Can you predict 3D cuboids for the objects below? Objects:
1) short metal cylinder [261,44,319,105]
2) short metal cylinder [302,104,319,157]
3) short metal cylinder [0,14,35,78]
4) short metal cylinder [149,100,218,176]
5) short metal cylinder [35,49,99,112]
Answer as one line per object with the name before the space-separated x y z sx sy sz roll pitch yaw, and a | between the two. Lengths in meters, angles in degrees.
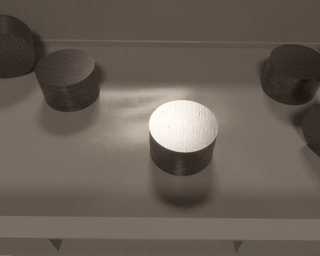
short metal cylinder | 0.197 -0.079 0.458 0.081 0.050 0.080 0 50 0
short metal cylinder | 0.223 0.000 0.372 0.050 0.080 0.080 -26 55 -20
short metal cylinder | -0.234 -0.123 0.469 0.081 0.080 0.050 -13 52 -11
short metal cylinder | 0.027 0.012 0.379 0.081 0.050 0.080 0 50 0
short metal cylinder | -0.131 -0.069 0.445 0.081 0.050 0.080 0 50 0
